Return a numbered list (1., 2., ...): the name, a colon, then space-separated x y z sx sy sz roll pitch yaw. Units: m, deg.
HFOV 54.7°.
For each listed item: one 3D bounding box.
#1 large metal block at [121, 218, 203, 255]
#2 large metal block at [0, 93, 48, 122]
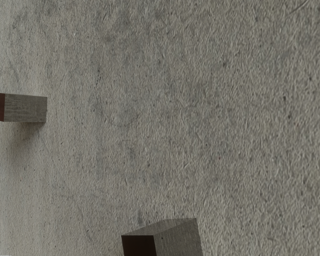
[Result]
1. large metal block: 0.007 0.156 0.363 0.050 0.081 0.080 -17 80 39
2. large metal block: -0.277 -0.040 0.598 0.080 0.081 0.050 9 96 39
